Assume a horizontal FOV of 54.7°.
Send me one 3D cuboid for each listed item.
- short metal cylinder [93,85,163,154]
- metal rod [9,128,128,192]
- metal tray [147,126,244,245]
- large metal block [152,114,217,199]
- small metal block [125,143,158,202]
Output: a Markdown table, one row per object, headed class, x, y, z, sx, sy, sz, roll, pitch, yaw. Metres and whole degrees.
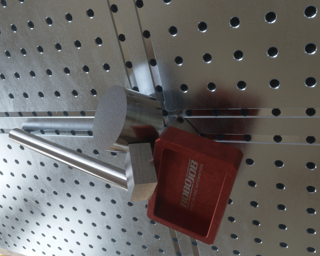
| class | x | y | z | sx | sy | sz | roll | pitch | yaw |
| --- | --- | --- | --- | --- | --- | --- | --- | --- | --- |
| short metal cylinder | -0.042 | -0.008 | 0.383 | 0.050 | 0.080 | 0.080 | 15 | 140 | -36 |
| metal rod | -0.136 | 0.045 | 0.470 | 0.300 | 0.025 | 0.025 | 15 | 125 | 33 |
| metal tray | 0.036 | 0.070 | 0.363 | 0.090 | 0.030 | 0.129 | 19 | 126 | 17 |
| large metal block | 0.020 | 0.042 | 0.408 | 0.080 | 0.050 | 0.080 | 46 | 129 | -5 |
| small metal block | -0.024 | 0.052 | 0.361 | 0.025 | 0.050 | 0.050 | -3 | 147 | -15 |
